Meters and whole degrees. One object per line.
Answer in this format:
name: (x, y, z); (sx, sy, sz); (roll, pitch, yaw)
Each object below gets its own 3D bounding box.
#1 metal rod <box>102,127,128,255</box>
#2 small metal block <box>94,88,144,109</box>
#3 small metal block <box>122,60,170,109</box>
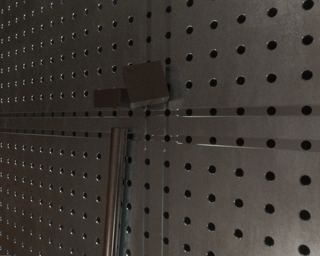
metal rod: (-0.071, 0.148, 0.465); (0.025, 0.025, 0.298); (8, 95, 39)
small metal block: (-0.058, -0.040, 0.438); (0.050, 0.050, 0.025); (1, 91, 40)
small metal block: (-0.019, -0.057, 0.405); (0.025, 0.050, 0.050); (119, 138, -75)
